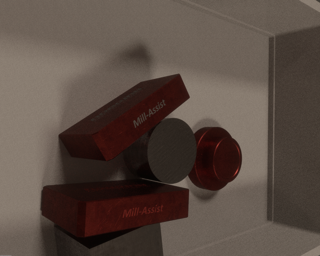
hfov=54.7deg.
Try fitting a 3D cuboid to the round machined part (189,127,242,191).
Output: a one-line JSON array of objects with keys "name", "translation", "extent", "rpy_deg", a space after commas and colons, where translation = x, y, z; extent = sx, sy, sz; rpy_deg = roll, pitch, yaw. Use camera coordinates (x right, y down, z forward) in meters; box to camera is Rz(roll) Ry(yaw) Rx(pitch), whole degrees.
[{"name": "round machined part", "translation": [0.088, 0.047, 0.472], "extent": [0.099, 0.042, 0.097], "rpy_deg": [0, 90, -40]}]

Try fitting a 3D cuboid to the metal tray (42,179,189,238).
[{"name": "metal tray", "translation": [-0.044, 0.078, 0.328], "extent": [0.131, 0.090, 0.030], "rpy_deg": [4, 88, -40]}]

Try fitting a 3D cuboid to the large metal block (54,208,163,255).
[{"name": "large metal block", "translation": [-0.054, 0.124, 0.327], "extent": [0.081, 0.080, 0.050], "rpy_deg": [-10, 97, -40]}]

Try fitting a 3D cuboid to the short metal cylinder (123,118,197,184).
[{"name": "short metal cylinder", "translation": [0.000, 0.027, 0.393], "extent": [0.081, 0.050, 0.079], "rpy_deg": [0, 90, -40]}]

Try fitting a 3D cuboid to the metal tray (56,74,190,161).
[{"name": "metal tray", "translation": [-0.040, -0.015, 0.349], "extent": [0.131, 0.090, 0.030], "rpy_deg": [-39, 113, -34]}]
